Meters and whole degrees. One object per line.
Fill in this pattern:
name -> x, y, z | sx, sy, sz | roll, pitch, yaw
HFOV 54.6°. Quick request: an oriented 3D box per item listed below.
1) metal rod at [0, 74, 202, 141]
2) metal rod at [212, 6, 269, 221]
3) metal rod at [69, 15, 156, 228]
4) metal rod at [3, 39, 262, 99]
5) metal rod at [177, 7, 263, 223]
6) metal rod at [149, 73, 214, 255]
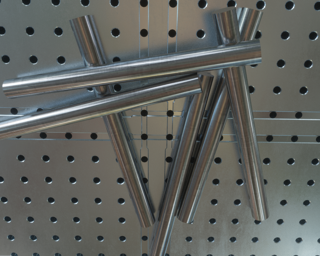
metal rod -> -0.098, -0.020, 0.381 | 0.301, 0.025, 0.025 | -12, 110, 13
metal rod -> 0.109, 0.002, 0.395 | 0.025, 0.025, 0.299 | -15, 117, 5
metal rod -> -0.057, 0.006, 0.414 | 0.025, 0.025, 0.299 | -14, 110, 5
metal rod -> -0.043, -0.064, 0.353 | 0.301, 0.025, 0.025 | -6, 111, 14
metal rod -> 0.073, -0.002, 0.412 | 0.025, 0.025, 0.298 | 13, 110, -5
metal rod -> 0.025, 0.069, 0.438 | 0.025, 0.025, 0.298 | 11, 110, -4
